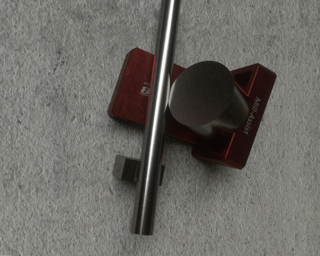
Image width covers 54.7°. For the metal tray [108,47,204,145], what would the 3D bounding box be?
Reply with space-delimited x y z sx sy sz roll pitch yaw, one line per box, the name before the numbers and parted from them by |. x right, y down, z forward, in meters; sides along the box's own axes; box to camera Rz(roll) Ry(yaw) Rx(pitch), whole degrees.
metal tray | 0.007 -0.039 0.411 0.131 0.030 0.090 19 83 -20

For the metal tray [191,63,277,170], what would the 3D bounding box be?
metal tray | 0.095 -0.015 0.412 0.030 0.090 0.130 24 82 -19

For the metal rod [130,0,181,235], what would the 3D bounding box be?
metal rod | -0.002 -0.030 0.369 0.025 0.025 0.299 12 77 -20

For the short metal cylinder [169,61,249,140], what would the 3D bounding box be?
short metal cylinder | 0.058 -0.031 0.364 0.050 0.080 0.080 32 78 -51

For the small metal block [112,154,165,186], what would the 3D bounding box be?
small metal block | -0.028 0.052 0.387 0.050 0.050 0.025 13 86 -20
